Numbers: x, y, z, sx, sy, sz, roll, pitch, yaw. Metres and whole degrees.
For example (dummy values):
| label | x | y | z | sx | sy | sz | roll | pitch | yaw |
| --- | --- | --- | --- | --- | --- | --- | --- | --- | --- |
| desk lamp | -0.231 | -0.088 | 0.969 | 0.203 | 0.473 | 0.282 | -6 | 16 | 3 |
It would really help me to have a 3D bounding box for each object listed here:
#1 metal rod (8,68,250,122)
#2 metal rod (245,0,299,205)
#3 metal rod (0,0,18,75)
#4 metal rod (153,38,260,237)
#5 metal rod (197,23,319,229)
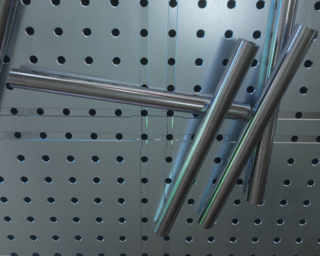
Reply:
| label | x | y | z | sx | sy | sz | roll | pitch | yaw |
| --- | --- | --- | --- | --- | --- | --- | --- | --- | --- |
| metal rod | -0.035 | -0.042 | 0.397 | 0.302 | 0.025 | 0.025 | 8 | 110 | -3 |
| metal rod | 0.143 | -0.035 | 0.401 | 0.025 | 0.025 | 0.298 | 2 | 110 | -1 |
| metal rod | -0.191 | -0.118 | 0.368 | 0.025 | 0.025 | 0.298 | 22 | 109 | -8 |
| metal rod | 0.050 | 0.031 | 0.405 | 0.025 | 0.025 | 0.298 | 18 | 117 | -7 |
| metal rod | 0.114 | 0.016 | 0.402 | 0.025 | 0.025 | 0.298 | 17 | 116 | -6 |
